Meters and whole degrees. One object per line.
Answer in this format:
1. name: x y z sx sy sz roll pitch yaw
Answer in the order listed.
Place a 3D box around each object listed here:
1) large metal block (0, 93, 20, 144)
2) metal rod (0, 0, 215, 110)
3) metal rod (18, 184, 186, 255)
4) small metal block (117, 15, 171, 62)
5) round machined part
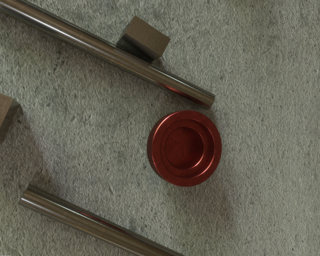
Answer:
1. large metal block: -0.194 -0.020 0.308 0.080 0.080 0.050 23 82 -19
2. metal rod: -0.061 -0.093 0.386 0.302 0.025 0.025 23 82 -19
3. metal rod: -0.032 0.149 0.398 0.301 0.025 0.025 31 80 -18
4. small metal block: -0.022 -0.109 0.388 0.050 0.050 0.025 29 81 -18
5. round machined part: 0.029 0.026 0.412 0.099 0.042 0.097 0 90 -21
